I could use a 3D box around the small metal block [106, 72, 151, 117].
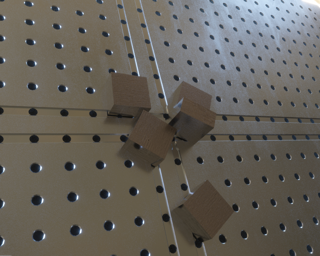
[{"bbox_3d":[-0.043,-0.043,0.411,0.050,0.025,0.050,5,60,-26],"label":"small metal block"}]

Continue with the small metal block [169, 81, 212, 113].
[{"bbox_3d":[0.045,-0.033,0.452,0.050,0.025,0.050,25,53,-13],"label":"small metal block"}]

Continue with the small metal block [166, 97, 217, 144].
[{"bbox_3d":[0.040,-0.009,0.418,0.050,0.050,0.025,26,53,-12],"label":"small metal block"}]

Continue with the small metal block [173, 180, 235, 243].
[{"bbox_3d":[0.054,0.100,0.375,0.050,0.025,0.050,-35,82,-38],"label":"small metal block"}]

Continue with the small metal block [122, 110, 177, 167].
[{"bbox_3d":[-0.013,0.013,0.393,0.050,0.025,0.050,31,52,-8],"label":"small metal block"}]
